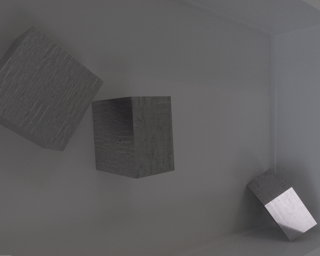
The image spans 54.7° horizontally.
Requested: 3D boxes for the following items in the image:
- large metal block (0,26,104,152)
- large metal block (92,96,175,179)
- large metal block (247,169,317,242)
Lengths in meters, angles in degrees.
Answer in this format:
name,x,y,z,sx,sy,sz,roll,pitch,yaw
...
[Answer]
name,x,y,z,sx,sy,sz,roll,pitch,yaw
large metal block,-0.115,-0.033,0.294,0.080,0.050,0.080,39,66,-33
large metal block,-0.032,0.007,0.344,0.050,0.080,0.079,-5,94,-40
large metal block,0.201,0.126,0.521,0.050,0.080,0.080,-37,103,4
